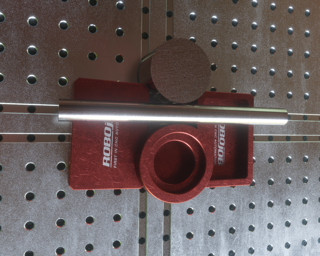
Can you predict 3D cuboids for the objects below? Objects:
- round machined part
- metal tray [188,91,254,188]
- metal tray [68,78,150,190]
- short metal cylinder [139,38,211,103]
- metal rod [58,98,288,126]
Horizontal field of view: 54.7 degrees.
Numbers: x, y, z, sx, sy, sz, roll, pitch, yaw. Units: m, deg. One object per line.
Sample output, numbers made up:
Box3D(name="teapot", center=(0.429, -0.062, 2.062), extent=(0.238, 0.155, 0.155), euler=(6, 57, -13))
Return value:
Box3D(name="round machined part", center=(0.015, 0.043, 0.396), extent=(0.099, 0.042, 0.097), euler=(0, 90, -20))
Box3D(name="metal tray", center=(0.086, 0.016, 0.437), extent=(0.091, 0.030, 0.129), euler=(1, 90, -20))
Box3D(name="metal tray", center=(-0.063, 0.008, 0.382), extent=(0.091, 0.030, 0.129), euler=(3, 89, -20))
Box3D(name="short metal cylinder", center=(0.018, -0.070, 0.402), extent=(0.081, 0.050, 0.079), euler=(0, 90, -20))
Box3D(name="metal rod", center=(0.032, -0.018, 0.388), extent=(0.303, 0.025, 0.025), euler=(1, 90, -20))
